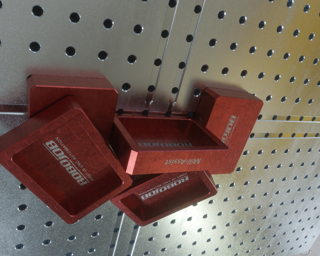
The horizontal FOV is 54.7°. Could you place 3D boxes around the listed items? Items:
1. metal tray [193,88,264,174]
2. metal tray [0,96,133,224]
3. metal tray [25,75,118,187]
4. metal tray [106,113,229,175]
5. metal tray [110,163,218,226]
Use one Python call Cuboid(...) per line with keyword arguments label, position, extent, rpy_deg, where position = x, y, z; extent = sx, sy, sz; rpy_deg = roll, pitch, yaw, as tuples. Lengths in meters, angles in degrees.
Cuboid(label="metal tray", position=(0.090, 0.009, 0.463), extent=(0.091, 0.030, 0.129), rpy_deg=(3, 117, -30))
Cuboid(label="metal tray", position=(-0.098, 0.040, 0.339), extent=(0.090, 0.030, 0.130), rpy_deg=(-33, 130, -7))
Cuboid(label="metal tray", position=(-0.105, 0.007, 0.356), extent=(0.091, 0.030, 0.129), rpy_deg=(-1, 120, -28))
Cuboid(label="metal tray", position=(0.008, 0.017, 0.384), extent=(0.131, 0.090, 0.030), rpy_deg=(1, 118, -30))
Cuboid(label="metal tray", position=(0.006, 0.086, 0.442), extent=(0.130, 0.030, 0.090), rpy_deg=(-26, 131, 10))
